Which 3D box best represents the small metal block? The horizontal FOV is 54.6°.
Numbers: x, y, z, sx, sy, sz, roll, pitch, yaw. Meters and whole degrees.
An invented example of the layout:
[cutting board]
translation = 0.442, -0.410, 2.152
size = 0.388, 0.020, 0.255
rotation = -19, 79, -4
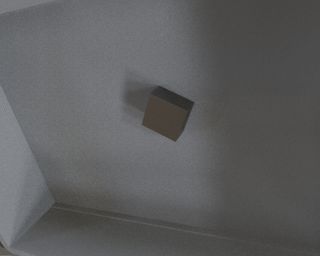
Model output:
[small metal block]
translation = 0.009, -0.018, 0.393
size = 0.050, 0.025, 0.050
rotation = 27, 128, 11
